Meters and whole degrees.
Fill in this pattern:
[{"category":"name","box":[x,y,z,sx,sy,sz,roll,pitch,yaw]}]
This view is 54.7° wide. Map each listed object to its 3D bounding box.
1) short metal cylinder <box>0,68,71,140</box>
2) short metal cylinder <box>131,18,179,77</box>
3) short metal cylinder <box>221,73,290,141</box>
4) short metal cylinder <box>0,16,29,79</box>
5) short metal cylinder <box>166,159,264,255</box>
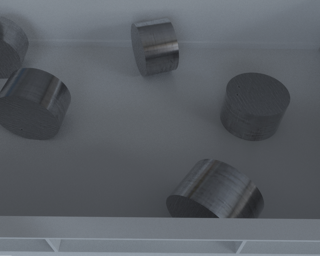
[{"category":"short metal cylinder","box":[-0.160,-0.029,0.392,0.080,0.080,0.050,5,50,4]},{"category":"short metal cylinder","box":[-0.009,-0.123,0.472,0.050,0.080,0.080,-15,52,-12]},{"category":"short metal cylinder","box":[0.125,-0.029,0.415,0.081,0.050,0.080,0,50,0]},{"category":"short metal cylinder","box":[-0.247,-0.121,0.468,0.081,0.080,0.050,-2,50,-2]},{"category":"short metal cylinder","box":[0.053,0.077,0.305,0.080,0.080,0.050,30,56,23]}]
